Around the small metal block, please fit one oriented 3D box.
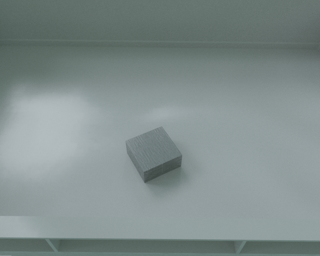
[{"bbox_3d":[-0.008,0.031,0.379,0.050,0.025,0.050,-22,54,-18],"label":"small metal block"}]
